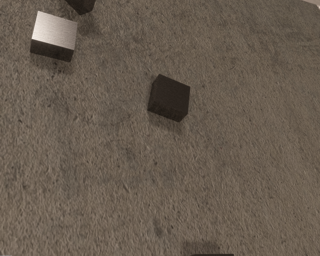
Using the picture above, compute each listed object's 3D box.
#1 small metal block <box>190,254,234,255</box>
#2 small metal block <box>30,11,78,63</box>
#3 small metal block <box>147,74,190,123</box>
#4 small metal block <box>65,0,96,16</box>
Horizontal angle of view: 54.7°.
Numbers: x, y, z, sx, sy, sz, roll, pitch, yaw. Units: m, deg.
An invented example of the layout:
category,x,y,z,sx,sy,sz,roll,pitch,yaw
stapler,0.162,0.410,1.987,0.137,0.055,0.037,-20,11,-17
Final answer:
category,x,y,z,sx,sy,sz,roll,pitch,yaw
small metal block,0.057,0.165,0.335,0.050,0.025,0.050,10,57,-23
small metal block,-0.137,-0.118,0.403,0.050,0.025,0.050,11,57,-23
small metal block,0.013,-0.042,0.438,0.050,0.025,0.050,20,54,-17
small metal block,-0.118,-0.203,0.449,0.050,0.050,0.025,45,51,3
